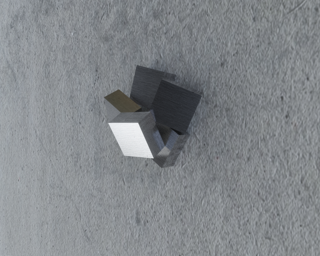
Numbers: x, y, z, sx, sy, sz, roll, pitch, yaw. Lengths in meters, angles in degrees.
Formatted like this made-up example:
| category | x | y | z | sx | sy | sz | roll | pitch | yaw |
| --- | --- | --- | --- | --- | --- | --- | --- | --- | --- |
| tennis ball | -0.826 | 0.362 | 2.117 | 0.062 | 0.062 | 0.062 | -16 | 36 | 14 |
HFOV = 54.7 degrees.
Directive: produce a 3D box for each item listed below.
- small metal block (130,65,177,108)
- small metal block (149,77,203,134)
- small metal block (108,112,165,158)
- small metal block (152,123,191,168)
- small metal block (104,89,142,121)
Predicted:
| category | x | y | z | sx | sy | sz | roll | pitch | yaw |
| --- | --- | --- | --- | --- | --- | --- | --- | --- | --- |
| small metal block | -0.010 | -0.053 | 0.414 | 0.050 | 0.025 | 0.050 | 22 | 104 | 37 |
| small metal block | 0.018 | -0.028 | 0.375 | 0.050 | 0.025 | 0.050 | 23 | 107 | 2 |
| small metal block | -0.028 | 0.008 | 0.381 | 0.050 | 0.025 | 0.050 | 0 | 123 | 39 |
| small metal block | 0.004 | 0.016 | 0.402 | 0.050 | 0.025 | 0.050 | 40 | 114 | 32 |
| small metal block | -0.050 | -0.017 | 0.430 | 0.050 | 0.025 | 0.050 | 40 | 150 | 31 |
